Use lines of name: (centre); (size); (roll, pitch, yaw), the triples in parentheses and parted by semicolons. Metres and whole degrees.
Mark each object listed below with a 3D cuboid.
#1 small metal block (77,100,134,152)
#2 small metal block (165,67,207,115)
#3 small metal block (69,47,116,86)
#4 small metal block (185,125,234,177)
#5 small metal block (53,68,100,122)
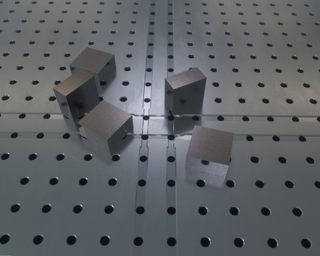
small metal block: (-0.071, -0.004, 0.411); (0.050, 0.025, 0.050); (27, 55, 21)
small metal block: (0.035, -0.052, 0.435); (0.050, 0.050, 0.025); (-21, 53, -17)
small metal block: (-0.105, -0.098, 0.490); (0.050, 0.025, 0.050); (18, 52, 15)
small metal block: (0.062, 0.028, 0.385); (0.050, 0.025, 0.050); (12, 51, 10)
small metal block: (-0.114, -0.045, 0.429); (0.025, 0.050, 0.050); (31, 57, 23)
